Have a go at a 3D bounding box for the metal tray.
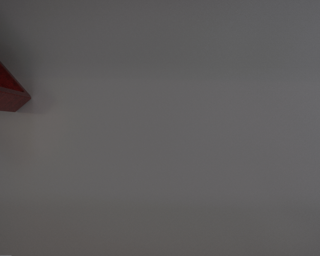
[{"bbox_3d":[-0.227,-0.079,0.376,0.030,0.090,0.130,-41,90,0],"label":"metal tray"}]
